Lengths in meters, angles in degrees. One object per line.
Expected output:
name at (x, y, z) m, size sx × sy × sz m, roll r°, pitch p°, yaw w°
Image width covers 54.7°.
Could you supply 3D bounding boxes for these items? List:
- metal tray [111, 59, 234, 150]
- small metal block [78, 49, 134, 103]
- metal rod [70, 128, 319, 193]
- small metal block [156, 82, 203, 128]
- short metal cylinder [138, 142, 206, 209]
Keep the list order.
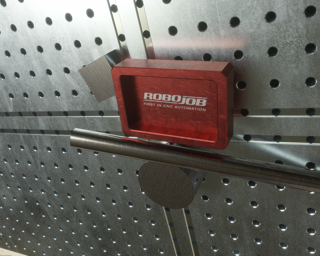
metal tray at (0.014, -0.029, 0.349) m, size 0.130 × 0.030 × 0.089 m, roll 7°, pitch 122°, yaw 24°
small metal block at (-0.070, -0.067, 0.405) m, size 0.050 × 0.025 × 0.050 m, roll -19°, pitch 109°, yaw 35°
metal rod at (0.040, 0.038, 0.370) m, size 0.302 × 0.025 × 0.025 m, roll 10°, pitch 124°, yaw 7°
small metal block at (0.026, -0.028, 0.379) m, size 0.050 × 0.025 × 0.050 m, roll 5°, pitch 121°, yaw 25°
short metal cylinder at (0.017, 0.063, 0.424) m, size 0.080 × 0.050 × 0.079 m, roll 13°, pitch 124°, yaw 20°
